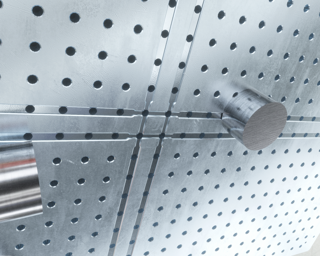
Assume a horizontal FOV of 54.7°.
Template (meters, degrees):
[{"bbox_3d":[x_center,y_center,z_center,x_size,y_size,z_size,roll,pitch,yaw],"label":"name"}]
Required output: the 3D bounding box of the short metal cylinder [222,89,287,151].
[{"bbox_3d":[0.142,-0.013,0.467,0.081,0.050,0.079,-14,125,-21],"label":"short metal cylinder"}]

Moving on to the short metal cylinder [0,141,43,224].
[{"bbox_3d":[-0.156,0.056,0.326,0.050,0.080,0.079,-8,122,-24],"label":"short metal cylinder"}]
